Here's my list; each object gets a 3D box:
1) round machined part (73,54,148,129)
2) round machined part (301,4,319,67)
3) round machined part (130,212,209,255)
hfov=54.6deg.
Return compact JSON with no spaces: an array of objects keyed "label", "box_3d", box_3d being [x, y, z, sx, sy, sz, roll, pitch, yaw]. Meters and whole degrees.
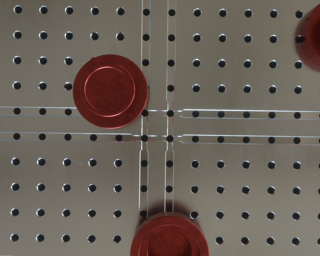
[{"label":"round machined part","box_3d":[-0.065,-0.048,0.404,0.099,0.042,0.097,0,90,0]},{"label":"round machined part","box_3d":[0.242,-0.127,0.406,0.099,0.042,0.097,0,90,0]},{"label":"round machined part","box_3d":[0.012,0.158,0.405,0.099,0.042,0.097,0,90,0]}]
